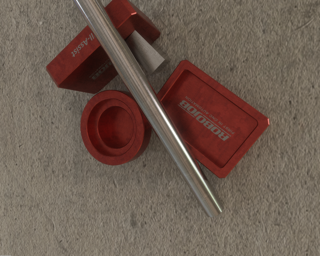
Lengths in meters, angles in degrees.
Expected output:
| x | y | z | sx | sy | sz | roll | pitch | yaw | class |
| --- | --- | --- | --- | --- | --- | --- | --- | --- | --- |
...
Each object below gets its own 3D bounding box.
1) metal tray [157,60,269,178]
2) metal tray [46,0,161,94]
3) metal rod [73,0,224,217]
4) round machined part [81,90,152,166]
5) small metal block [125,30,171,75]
| x | y | z | sx | sy | sz | roll | pitch | yaw | class |
| --- | --- | --- | --- | --- | --- | --- | --- | --- | --- |
| 0.056 | -0.012 | 0.387 | 0.130 | 0.030 | 0.090 | 39 | 102 | 15 | metal tray |
| -0.069 | -0.100 | 0.398 | 0.130 | 0.090 | 0.030 | -39 | 78 | 15 | metal tray |
| -0.008 | -0.021 | 0.355 | 0.025 | 0.025 | 0.299 | -28 | 103 | 18 | metal rod |
| -0.054 | -0.001 | 0.415 | 0.098 | 0.042 | 0.097 | 2 | 94 | 25 | round machined part |
| -0.015 | -0.096 | 0.396 | 0.050 | 0.050 | 0.025 | 45 | 107 | -1 | small metal block |
